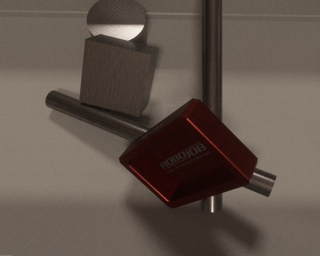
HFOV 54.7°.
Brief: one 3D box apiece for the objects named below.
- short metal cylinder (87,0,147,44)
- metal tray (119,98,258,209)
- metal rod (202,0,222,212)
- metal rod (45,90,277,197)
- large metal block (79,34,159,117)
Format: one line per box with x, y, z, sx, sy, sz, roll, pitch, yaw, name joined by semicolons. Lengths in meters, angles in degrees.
-0.060;-0.142;0.447;0.081;0.050;0.080;0;70;0;short metal cylinder
0.023;0.035;0.328;0.090;0.129;0.030;44;50;-9;metal tray
0.064;-0.050;0.382;0.025;0.025;0.298;0;88;0;metal rod
-0.014;0.011;0.377;0.301;0.025;0.025;21;71;18;metal rod
-0.052;-0.069;0.399;0.080;0.050;0.079;15;115;5;large metal block
